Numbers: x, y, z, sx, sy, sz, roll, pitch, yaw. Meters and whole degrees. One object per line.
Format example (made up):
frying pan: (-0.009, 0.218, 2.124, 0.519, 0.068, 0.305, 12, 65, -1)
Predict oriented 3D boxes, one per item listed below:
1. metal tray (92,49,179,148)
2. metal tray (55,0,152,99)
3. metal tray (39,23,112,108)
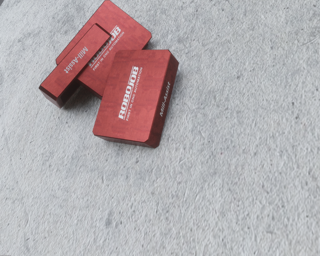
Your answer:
metal tray: (-0.033, -0.043, 0.427, 0.090, 0.030, 0.130, 7, 76, 28)
metal tray: (-0.086, -0.121, 0.484, 0.130, 0.090, 0.030, -55, 9, -11)
metal tray: (-0.131, -0.095, 0.490, 0.130, 0.030, 0.090, -53, 8, -12)
